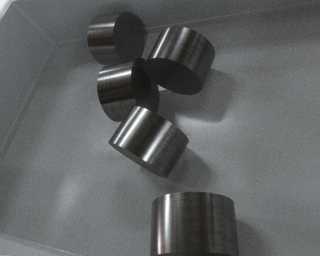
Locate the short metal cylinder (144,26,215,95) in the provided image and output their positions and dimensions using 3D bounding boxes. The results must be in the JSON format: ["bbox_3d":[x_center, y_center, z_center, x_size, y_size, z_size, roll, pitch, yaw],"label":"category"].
[{"bbox_3d":[0.026,-0.087,0.410,0.080,0.080,0.050,11,68,33],"label":"short metal cylinder"}]

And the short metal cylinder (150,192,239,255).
[{"bbox_3d":[0.032,0.098,0.294,0.080,0.080,0.050,-12,57,22],"label":"short metal cylinder"}]

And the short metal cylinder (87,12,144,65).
[{"bbox_3d":[-0.068,-0.140,0.493,0.050,0.080,0.080,6,65,31],"label":"short metal cylinder"}]

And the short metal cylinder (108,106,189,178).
[{"bbox_3d":[-0.013,0.017,0.367,0.080,0.080,0.050,22,74,36],"label":"short metal cylinder"}]

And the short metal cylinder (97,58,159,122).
[{"bbox_3d":[-0.041,-0.051,0.423,0.050,0.080,0.080,-8,58,24],"label":"short metal cylinder"}]
